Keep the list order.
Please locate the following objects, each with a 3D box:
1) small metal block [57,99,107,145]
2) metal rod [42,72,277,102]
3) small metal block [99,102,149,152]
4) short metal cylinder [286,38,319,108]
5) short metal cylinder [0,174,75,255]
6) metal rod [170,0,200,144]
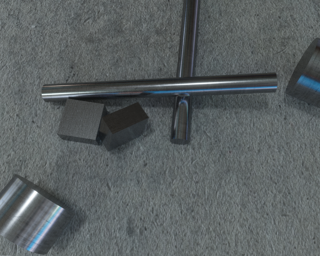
[{"bbox_3d":[-0.102,-0.008,0.410,0.050,0.025,0.050,9,70,3],"label":"small metal block"},{"bbox_3d":[-0.007,-0.052,0.404,0.302,0.025,0.025,-2,70,8],"label":"metal rod"},{"bbox_3d":[-0.047,-0.001,0.388,0.050,0.050,0.025,-26,72,-27],"label":"small metal block"},{"bbox_3d":[0.209,-0.071,0.406,0.050,0.080,0.080,26,72,9],"label":"short metal cylinder"},{"bbox_3d":[-0.143,0.095,0.343,0.080,0.080,0.050,31,73,10],"label":"short metal cylinder"},{"bbox_3d":[0.041,-0.122,0.452,0.025,0.025,0.299,6,70,2],"label":"metal rod"}]
